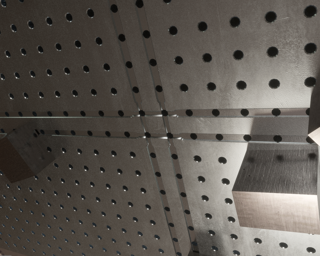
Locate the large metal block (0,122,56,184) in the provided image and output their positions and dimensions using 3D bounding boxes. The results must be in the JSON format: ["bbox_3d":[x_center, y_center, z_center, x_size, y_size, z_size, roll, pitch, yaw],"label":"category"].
[{"bbox_3d":[-0.249,0.046,0.551,0.080,0.050,0.080,-19,108,35],"label":"large metal block"}]

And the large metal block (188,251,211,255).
[{"bbox_3d":[0.065,0.265,0.505,0.050,0.080,0.080,1,119,28],"label":"large metal block"}]

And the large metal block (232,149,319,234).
[{"bbox_3d":[0.134,0.067,0.346,0.080,0.080,0.050,-3,117,29],"label":"large metal block"}]

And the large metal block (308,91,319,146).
[{"bbox_3d":[0.185,0.000,0.278,0.080,0.080,0.050,43,129,-2],"label":"large metal block"}]
